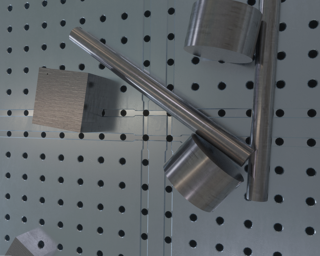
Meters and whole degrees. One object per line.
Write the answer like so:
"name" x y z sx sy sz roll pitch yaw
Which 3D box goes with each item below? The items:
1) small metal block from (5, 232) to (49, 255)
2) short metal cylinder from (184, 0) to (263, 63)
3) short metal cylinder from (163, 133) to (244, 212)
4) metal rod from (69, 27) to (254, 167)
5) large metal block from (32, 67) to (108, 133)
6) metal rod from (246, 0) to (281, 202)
"small metal block" -0.212 0.203 0.487 0.050 0.025 0.050 36 101 16
"short metal cylinder" 0.072 -0.109 0.358 0.080 0.080 0.050 13 95 19
"short metal cylinder" 0.051 0.051 0.365 0.080 0.080 0.050 44 104 14
"metal rod" -0.011 -0.051 0.405 0.300 0.025 0.025 38 102 20
"large metal block" -0.129 -0.039 0.445 0.080 0.050 0.079 10 93 19
"metal rod" 0.125 -0.064 0.368 0.025 0.025 0.298 4 91 20
